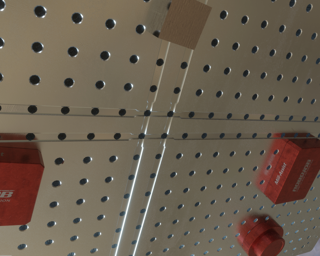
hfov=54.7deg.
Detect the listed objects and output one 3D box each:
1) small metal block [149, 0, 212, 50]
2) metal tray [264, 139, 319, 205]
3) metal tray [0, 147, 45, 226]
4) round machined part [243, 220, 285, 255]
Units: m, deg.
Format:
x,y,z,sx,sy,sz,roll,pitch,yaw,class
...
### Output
x,y,z,sx,sy,sz,roll,pitch,yaw,class
0.023,-0.121,0.348,0.050,0.025,0.050,9,114,-32,small metal block
0.268,0.085,0.607,0.091,0.030,0.129,-2,119,-28,metal tray
-0.204,0.064,0.336,0.131,0.030,0.089,8,115,-32,metal tray
0.236,0.255,0.687,0.099,0.042,0.097,-14,124,-21,round machined part
